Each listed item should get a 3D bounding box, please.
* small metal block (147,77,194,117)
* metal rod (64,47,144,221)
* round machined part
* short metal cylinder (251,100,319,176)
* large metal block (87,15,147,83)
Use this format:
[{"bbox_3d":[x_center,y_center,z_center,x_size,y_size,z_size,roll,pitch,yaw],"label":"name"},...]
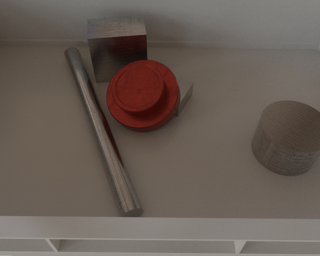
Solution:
[{"bbox_3d":[0.015,-0.049,0.447,0.050,0.025,0.050,21,53,16],"label":"small metal block"},{"bbox_3d":[-0.086,-0.015,0.415,0.025,0.025,0.300,-17,52,-14],"label":"metal rod"},{"bbox_3d":[-0.024,-0.046,0.408,0.098,0.042,0.098,-3,74,11],"label":"round machined part"},{"bbox_3d":[0.159,0.012,0.381,0.081,0.050,0.080,0,50,0],"label":"short metal cylinder"},{"bbox_3d":[-0.062,-0.118,0.468,0.081,0.080,0.050,-6,51,-6],"label":"large metal block"}]
